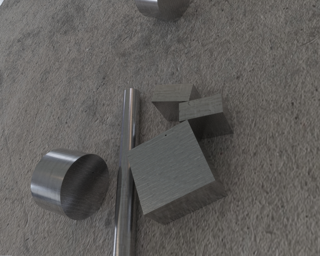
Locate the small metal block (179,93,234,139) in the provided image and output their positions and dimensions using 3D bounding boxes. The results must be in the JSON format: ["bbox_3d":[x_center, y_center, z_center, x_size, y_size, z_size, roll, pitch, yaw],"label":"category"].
[{"bbox_3d":[0.055,-0.011,0.366,0.050,0.050,0.025,-12,56,21],"label":"small metal block"}]

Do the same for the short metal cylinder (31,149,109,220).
[{"bbox_3d":[-0.109,0.068,0.384,0.050,0.080,0.080,7,65,31],"label":"short metal cylinder"}]

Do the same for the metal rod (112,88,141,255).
[{"bbox_3d":[-0.041,0.077,0.377,0.025,0.025,0.299,-14,56,20],"label":"metal rod"}]

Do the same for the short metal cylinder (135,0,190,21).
[{"bbox_3d":[0.005,-0.217,0.500,0.050,0.080,0.080,25,75,36],"label":"short metal cylinder"}]

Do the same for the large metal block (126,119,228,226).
[{"bbox_3d":[0.018,0.051,0.348,0.080,0.050,0.080,-28,52,10],"label":"large metal block"}]

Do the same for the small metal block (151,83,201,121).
[{"bbox_3d":[0.025,-0.031,0.394,0.050,0.050,0.025,2,63,29],"label":"small metal block"}]
